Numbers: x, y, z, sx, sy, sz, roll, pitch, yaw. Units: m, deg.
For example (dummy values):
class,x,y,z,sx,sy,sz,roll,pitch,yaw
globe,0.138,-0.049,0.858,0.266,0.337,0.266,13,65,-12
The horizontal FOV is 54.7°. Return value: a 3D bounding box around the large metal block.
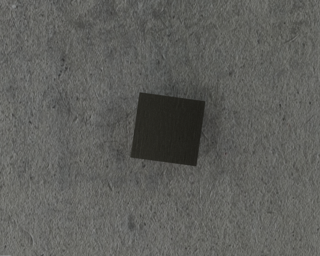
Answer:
class,x,y,z,sx,sy,sz,roll,pitch,yaw
large metal block,0.010,0.001,0.399,0.081,0.050,0.080,8,90,-1
